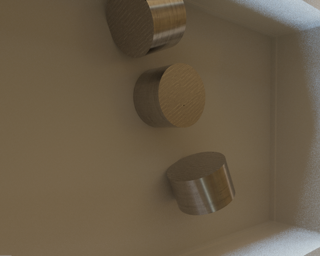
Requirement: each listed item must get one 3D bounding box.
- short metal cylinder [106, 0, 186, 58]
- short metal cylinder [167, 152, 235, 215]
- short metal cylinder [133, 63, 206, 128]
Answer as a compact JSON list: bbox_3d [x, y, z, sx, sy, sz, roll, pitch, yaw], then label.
[{"bbox_3d":[-0.017,-0.126,0.356,0.050,0.080,0.080,-28,108,-36],"label":"short metal cylinder"},{"bbox_3d":[0.055,0.072,0.417,0.081,0.080,0.050,-30,109,-36],"label":"short metal cylinder"},{"bbox_3d":[0.013,-0.040,0.401,0.081,0.050,0.080,0,90,-40],"label":"short metal cylinder"}]
